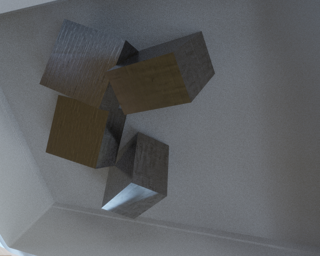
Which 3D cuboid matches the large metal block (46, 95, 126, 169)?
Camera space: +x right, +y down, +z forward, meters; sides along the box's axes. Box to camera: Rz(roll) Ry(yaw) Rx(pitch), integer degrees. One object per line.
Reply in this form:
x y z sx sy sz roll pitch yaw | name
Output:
-0.100 0.004 0.426 0.080 0.050 0.080 15 93 20 | large metal block

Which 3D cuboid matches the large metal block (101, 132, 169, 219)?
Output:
-0.032 0.066 0.422 0.050 0.080 0.080 26 133 -23 | large metal block

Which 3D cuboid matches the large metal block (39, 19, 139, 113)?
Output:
-0.081 -0.071 0.368 0.080 0.050 0.080 23 93 14 | large metal block

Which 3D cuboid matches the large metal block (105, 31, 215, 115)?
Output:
0.004 -0.060 0.334 0.080 0.080 0.050 -8 114 32 | large metal block
